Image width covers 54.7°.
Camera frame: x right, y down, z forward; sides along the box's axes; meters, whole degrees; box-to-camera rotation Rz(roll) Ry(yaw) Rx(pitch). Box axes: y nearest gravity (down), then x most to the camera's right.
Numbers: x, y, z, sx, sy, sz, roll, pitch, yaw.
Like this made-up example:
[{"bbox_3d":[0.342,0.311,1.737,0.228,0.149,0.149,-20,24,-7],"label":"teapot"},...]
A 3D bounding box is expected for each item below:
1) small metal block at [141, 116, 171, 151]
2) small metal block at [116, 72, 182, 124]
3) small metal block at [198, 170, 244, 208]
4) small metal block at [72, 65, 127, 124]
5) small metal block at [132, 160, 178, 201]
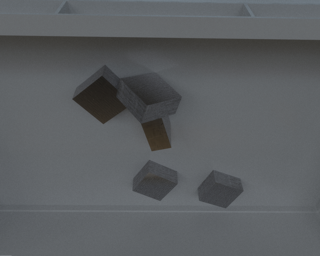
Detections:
[{"bbox_3d":[-0.004,-0.008,0.386,0.025,0.050,0.050,-11,129,9],"label":"small metal block"},{"bbox_3d":[-0.013,-0.035,0.349,0.050,0.050,0.025,-18,142,-38],"label":"small metal block"},{"bbox_3d":[0.095,0.098,0.493,0.050,0.025,0.050,19,128,-16],"label":"small metal block"},{"bbox_3d":[-0.067,-0.039,0.375,0.050,0.025,0.050,-32,123,24],"label":"small metal block"},{"bbox_3d":[-0.008,0.082,0.479,0.050,0.025,0.050,25,126,-20],"label":"small metal block"}]
